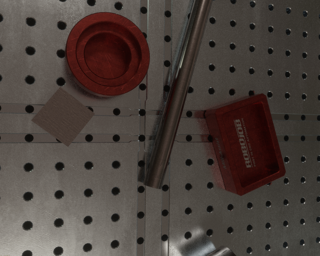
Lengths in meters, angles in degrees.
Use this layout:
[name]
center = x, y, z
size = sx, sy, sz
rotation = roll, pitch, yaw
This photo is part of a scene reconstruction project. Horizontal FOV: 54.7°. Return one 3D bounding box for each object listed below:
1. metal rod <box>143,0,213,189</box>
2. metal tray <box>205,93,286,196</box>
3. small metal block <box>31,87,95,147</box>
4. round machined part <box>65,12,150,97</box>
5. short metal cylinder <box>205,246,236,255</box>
[metal rod]
center = 0.030, -0.066, 0.424
size = 0.025, 0.025, 0.299
rotation = 18, 84, -20
[metal tray]
center = 0.128, 0.023, 0.458
size = 0.091, 0.030, 0.129
rotation = -19, 97, -19
[small metal block]
center = -0.115, -0.013, 0.370
size = 0.050, 0.025, 0.050
rotation = 40, 77, -16
[round machined part]
center = -0.066, -0.087, 0.380
size = 0.099, 0.042, 0.097
rotation = 0, 90, -21
[short metal cylinder]
center = 0.084, 0.208, 0.416
size = 0.050, 0.080, 0.080
rotation = -23, 98, -19
